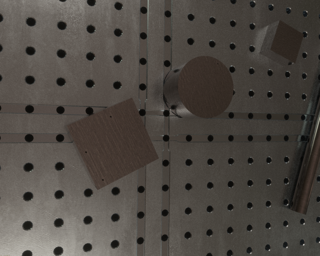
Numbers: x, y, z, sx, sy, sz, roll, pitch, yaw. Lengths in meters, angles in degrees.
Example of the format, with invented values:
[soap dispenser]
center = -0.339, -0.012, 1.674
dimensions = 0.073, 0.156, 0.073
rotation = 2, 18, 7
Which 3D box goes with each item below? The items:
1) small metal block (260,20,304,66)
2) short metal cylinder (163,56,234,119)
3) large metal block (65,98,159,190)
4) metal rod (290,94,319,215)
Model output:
[small metal block]
center = 0.191, -0.132, 0.485
dimensions = 0.050, 0.025, 0.050
rotation = 21, 83, -19
[short metal cylinder]
center = 0.051, -0.053, 0.419
dimensions = 0.081, 0.050, 0.079
rotation = 0, 90, -20
[large metal block]
center = -0.060, 0.017, 0.378
dimensions = 0.081, 0.050, 0.080
rotation = -26, 99, -18
[metal rod]
center = 0.267, -0.006, 0.513
dimensions = 0.025, 0.025, 0.299
rotation = 20, 83, -19
